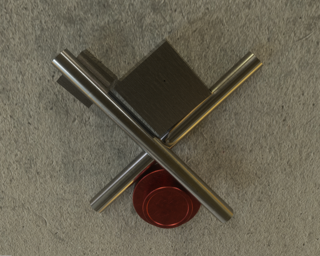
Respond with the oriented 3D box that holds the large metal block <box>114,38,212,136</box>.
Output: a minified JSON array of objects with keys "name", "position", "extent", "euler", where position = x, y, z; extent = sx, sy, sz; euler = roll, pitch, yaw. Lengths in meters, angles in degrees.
[{"name":"large metal block","position":[0.003,-0.051,0.380],"extent":[0.080,0.050,0.080],"euler":[-40,106,13]}]

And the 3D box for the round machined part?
[{"name":"round machined part","position":[0.011,0.102,0.439],"extent":[0.099,0.042,0.097],"euler":[0,110,-1]}]

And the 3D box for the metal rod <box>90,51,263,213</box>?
[{"name":"metal rod","position":[0.013,0.014,0.418],"extent":[0.025,0.025,0.299],"euler":[43,104,-15]}]

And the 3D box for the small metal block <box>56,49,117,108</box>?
[{"name":"small metal block","position":[-0.091,-0.062,0.388],"extent":[0.050,0.025,0.050],"euler":[41,105,-14]}]

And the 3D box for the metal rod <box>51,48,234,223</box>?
[{"name":"metal rod","position":[-0.011,0.020,0.391],"extent":[0.025,0.025,0.300],"euler":[-42,105,13]}]
